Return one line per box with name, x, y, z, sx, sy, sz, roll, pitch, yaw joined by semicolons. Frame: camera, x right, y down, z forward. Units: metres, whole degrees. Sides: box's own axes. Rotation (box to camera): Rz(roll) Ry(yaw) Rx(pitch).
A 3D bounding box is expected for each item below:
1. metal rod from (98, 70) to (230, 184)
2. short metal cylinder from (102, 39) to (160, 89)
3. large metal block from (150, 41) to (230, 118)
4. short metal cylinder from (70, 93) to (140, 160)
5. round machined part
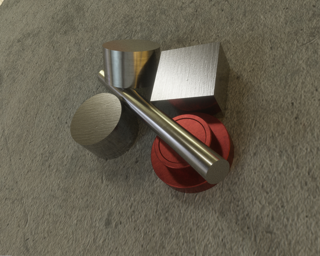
metal rod;-0.019;-0.023;0.386;0.025;0.025;0.300;-45;38;-3
short metal cylinder;-0.040;-0.094;0.444;0.081;0.050;0.080;1;27;0
large metal block;0.042;-0.058;0.401;0.080;0.050;0.080;-3;60;26
short metal cylinder;-0.076;-0.002;0.431;0.080;0.050;0.080;-13;56;21
round machined part;0.033;0.023;0.362;0.098;0.042;0.098;-13;56;21
